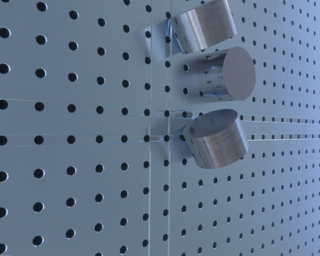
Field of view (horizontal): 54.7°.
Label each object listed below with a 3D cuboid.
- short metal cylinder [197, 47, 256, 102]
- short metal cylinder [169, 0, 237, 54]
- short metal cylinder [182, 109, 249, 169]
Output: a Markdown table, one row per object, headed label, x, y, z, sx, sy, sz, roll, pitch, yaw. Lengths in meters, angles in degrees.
| label | x | y | z | sx | sy | sz | roll | pitch | yaw |
| --- | --- | --- | --- | --- | --- | --- | --- | --- | --- |
| short metal cylinder | 0.103 | -0.081 | 0.478 | 0.081 | 0.050 | 0.079 | 0 | 90 | -40 |
| short metal cylinder | 0.058 | -0.140 | 0.422 | 0.080 | 0.080 | 0.050 | -36 | 113 | -34 |
| short metal cylinder | 0.079 | 0.014 | 0.439 | 0.080 | 0.080 | 0.050 | -38 | 114 | -33 |
